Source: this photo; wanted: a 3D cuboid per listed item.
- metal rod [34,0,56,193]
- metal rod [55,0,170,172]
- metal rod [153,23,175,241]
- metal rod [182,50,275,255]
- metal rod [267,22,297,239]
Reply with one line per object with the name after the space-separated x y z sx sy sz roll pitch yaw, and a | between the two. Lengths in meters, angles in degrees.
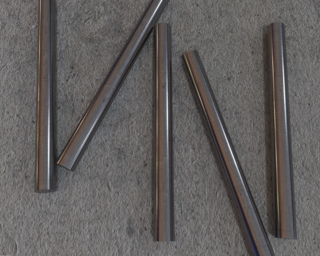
-0.157 -0.062 0.429 0.025 0.025 0.299 -6 70 -2 | metal rod
-0.058 -0.078 0.436 0.025 0.025 0.300 23 71 8 | metal rod
0.004 -0.009 0.411 0.025 0.025 0.299 0 70 0 | metal rod
0.084 0.030 0.397 0.025 0.025 0.299 -15 71 -5 | metal rod
0.160 -0.011 0.412 0.025 0.025 0.299 5 70 2 | metal rod
